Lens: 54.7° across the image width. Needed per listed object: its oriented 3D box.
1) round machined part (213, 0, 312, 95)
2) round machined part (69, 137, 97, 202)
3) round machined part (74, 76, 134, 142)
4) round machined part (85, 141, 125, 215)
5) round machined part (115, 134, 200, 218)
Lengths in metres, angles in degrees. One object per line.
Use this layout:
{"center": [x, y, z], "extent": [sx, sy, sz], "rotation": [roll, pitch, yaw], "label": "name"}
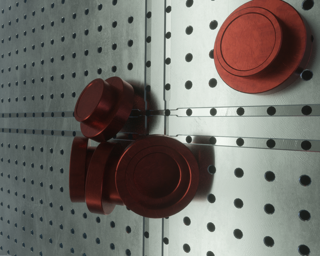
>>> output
{"center": [0.097, -0.084, 0.317], "extent": [0.098, 0.042, 0.097], "rotation": [0, 90, 39], "label": "round machined part"}
{"center": [-0.106, 0.061, 0.462], "extent": [0.098, 0.042, 0.097], "rotation": [-177, 89, -82], "label": "round machined part"}
{"center": [-0.085, -0.032, 0.442], "extent": [0.098, 0.042, 0.098], "rotation": [-27, 48, 35], "label": "round machined part"}
{"center": [-0.062, 0.068, 0.420], "extent": [0.042, 0.098, 0.097], "rotation": [6, 95, 9], "label": "round machined part"}
{"center": [-0.005, 0.055, 0.378], "extent": [0.042, 0.099, 0.097], "rotation": [-142, 57, -81], "label": "round machined part"}
